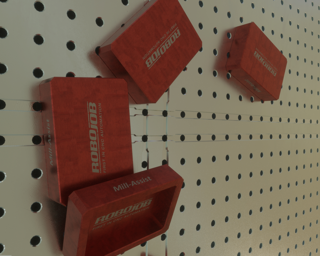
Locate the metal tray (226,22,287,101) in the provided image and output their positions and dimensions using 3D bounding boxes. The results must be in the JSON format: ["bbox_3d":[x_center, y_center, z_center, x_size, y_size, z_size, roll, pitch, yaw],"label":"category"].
[{"bbox_3d":[0.178,-0.115,0.558,0.131,0.030,0.090,29,72,-37],"label":"metal tray"}]

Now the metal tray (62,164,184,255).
[{"bbox_3d":[-0.039,0.098,0.349,0.131,0.030,0.089,-11,125,-40],"label":"metal tray"}]

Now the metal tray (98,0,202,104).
[{"bbox_3d":[-0.006,-0.105,0.402,0.130,0.030,0.090,-53,121,-27],"label":"metal tray"}]

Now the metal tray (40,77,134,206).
[{"bbox_3d":[-0.077,0.011,0.343,0.091,0.030,0.129,-7,94,-40],"label":"metal tray"}]
